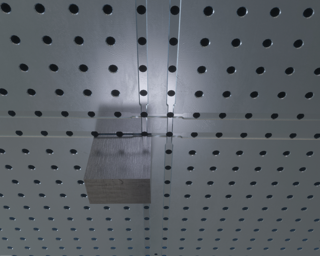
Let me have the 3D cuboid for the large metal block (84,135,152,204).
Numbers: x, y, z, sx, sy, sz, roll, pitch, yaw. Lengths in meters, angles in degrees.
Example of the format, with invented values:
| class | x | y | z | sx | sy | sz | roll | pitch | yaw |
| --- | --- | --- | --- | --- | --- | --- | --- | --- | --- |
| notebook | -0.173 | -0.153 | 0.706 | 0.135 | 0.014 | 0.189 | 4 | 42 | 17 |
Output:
| class | x | y | z | sx | sy | sz | roll | pitch | yaw |
| --- | --- | --- | --- | --- | --- | --- | --- | --- | --- |
| large metal block | -0.052 | 0.055 | 0.421 | 0.080 | 0.080 | 0.050 | 0 | 130 | 0 |
